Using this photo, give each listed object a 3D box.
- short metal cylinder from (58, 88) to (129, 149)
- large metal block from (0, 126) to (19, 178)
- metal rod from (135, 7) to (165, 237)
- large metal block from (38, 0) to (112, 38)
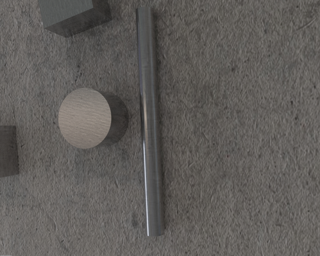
[{"bbox_3d":[-0.091,-0.013,0.428,0.080,0.050,0.080,0,90,20],"label":"short metal cylinder"},{"bbox_3d":[-0.279,0.040,0.494,0.080,0.050,0.080,-6,88,19],"label":"large metal block"},{"bbox_3d":[-0.013,-0.009,0.413,0.025,0.025,0.298,-3,89,20],"label":"metal rod"},{"bbox_3d":[-0.123,-0.185,0.439,0.080,0.050,0.080,-14,85,19],"label":"large metal block"}]
